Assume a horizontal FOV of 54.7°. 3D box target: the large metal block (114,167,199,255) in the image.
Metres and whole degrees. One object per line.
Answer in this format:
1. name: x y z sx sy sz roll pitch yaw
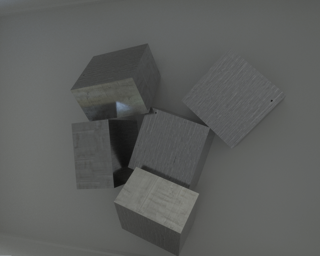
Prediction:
1. large metal block: -0.003 0.102 0.373 0.080 0.080 0.050 21 55 17

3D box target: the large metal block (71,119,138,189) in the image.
1. large metal block: -0.066 0.032 0.402 0.050 0.080 0.080 -6 88 20

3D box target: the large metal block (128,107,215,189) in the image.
1. large metal block: 0.017 0.024 0.390 0.080 0.050 0.080 20 97 18

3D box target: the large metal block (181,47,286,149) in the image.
1. large metal block: 0.087 -0.033 0.365 0.080 0.050 0.080 45 104 14

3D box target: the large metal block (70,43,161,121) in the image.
1. large metal block: -0.052 -0.057 0.391 0.080 0.080 0.050 -8 129 20
